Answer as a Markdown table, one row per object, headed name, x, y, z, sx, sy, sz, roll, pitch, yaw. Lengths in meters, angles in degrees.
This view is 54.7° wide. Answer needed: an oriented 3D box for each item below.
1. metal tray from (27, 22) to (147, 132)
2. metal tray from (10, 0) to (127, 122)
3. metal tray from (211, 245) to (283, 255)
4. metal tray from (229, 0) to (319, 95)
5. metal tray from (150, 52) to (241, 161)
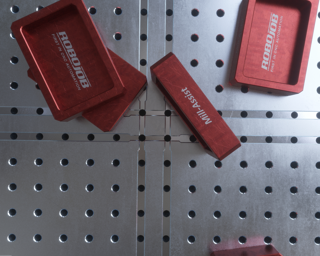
| name | x | y | z | sx | sy | sz | roll | pitch | yaw |
| --- | --- | --- | --- | --- | --- | --- | --- | --- | --- |
| metal tray | -0.093 | -0.066 | 0.410 | 0.130 | 0.030 | 0.090 | 36 | 90 | -1 |
| metal tray | -0.109 | -0.083 | 0.378 | 0.090 | 0.030 | 0.129 | -26 | 90 | -1 |
| metal tray | 0.122 | 0.230 | 0.412 | 0.091 | 0.030 | 0.129 | -7 | 90 | -1 |
| metal tray | 0.150 | -0.115 | 0.412 | 0.091 | 0.030 | 0.129 | 10 | 90 | -1 |
| metal tray | 0.039 | -0.024 | 0.381 | 0.030 | 0.090 | 0.130 | -37 | 90 | 0 |
